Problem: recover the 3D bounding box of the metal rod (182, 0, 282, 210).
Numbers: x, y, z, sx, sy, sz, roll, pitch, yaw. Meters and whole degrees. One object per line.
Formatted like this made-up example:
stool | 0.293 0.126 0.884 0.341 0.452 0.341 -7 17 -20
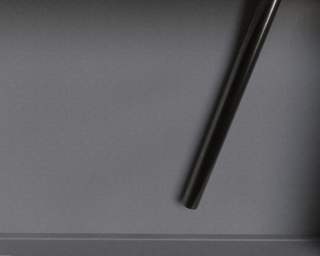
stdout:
metal rod | 0.087 -0.023 0.404 0.025 0.025 0.298 16 109 -6
